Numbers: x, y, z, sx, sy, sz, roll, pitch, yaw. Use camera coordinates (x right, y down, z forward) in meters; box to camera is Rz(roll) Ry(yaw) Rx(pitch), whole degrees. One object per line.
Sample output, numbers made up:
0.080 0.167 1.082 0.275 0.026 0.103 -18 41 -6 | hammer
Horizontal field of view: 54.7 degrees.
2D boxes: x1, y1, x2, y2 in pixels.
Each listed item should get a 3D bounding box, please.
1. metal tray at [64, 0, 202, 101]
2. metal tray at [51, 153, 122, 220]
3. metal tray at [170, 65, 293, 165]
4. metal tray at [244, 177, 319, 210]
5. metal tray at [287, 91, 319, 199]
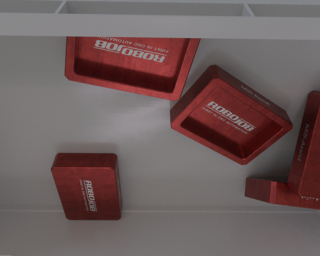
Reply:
-0.031 -0.084 0.333 0.131 0.030 0.089 10 130 -9 | metal tray
-0.109 0.095 0.486 0.091 0.030 0.129 0 130 -1 | metal tray
0.090 -0.011 0.396 0.131 0.030 0.090 27 125 -22 | metal tray
0.204 0.098 0.456 0.131 0.030 0.090 9 173 -7 | metal tray
0.221 0.024 0.387 0.091 0.030 0.129 8 99 -7 | metal tray
